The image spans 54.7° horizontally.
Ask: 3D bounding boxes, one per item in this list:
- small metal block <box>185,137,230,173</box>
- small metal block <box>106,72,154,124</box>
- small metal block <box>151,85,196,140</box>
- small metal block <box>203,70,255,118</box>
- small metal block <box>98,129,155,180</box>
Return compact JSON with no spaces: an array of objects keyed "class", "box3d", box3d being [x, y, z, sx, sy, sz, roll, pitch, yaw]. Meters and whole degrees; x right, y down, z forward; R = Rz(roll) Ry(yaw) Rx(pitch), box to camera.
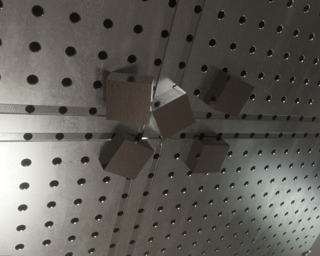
[{"class":"small metal block","box3d":[0.074,0.042,0.480,0.050,0.025,0.050,4,117,-31]},{"class":"small metal block","box3d":[-0.035,-0.035,0.358,0.050,0.025,0.050,6,120,1]},{"class":"small metal block","box3d":[0.014,-0.020,0.408,0.050,0.025,0.050,-30,129,-10]},{"class":"small metal block","box3d":[0.097,-0.048,0.437,0.050,0.025,0.050,15,110,-35]},{"class":"small metal block","box3d":[-0.044,0.036,0.411,0.050,0.025,0.050,26,104,-38]}]
